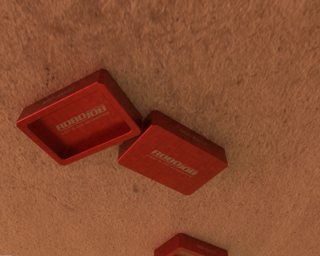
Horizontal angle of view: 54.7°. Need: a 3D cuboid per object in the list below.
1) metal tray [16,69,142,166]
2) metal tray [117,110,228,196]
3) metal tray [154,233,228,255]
[{"bbox_3d":[-0.100,-0.008,0.395,0.130,0.030,0.090,-23,127,18],"label":"metal tray"},{"bbox_3d":[0.018,0.040,0.439,0.131,0.030,0.090,29,124,-23],"label":"metal tray"},{"bbox_3d":[0.065,0.266,0.631,0.131,0.030,0.090,28,124,-23],"label":"metal tray"}]
